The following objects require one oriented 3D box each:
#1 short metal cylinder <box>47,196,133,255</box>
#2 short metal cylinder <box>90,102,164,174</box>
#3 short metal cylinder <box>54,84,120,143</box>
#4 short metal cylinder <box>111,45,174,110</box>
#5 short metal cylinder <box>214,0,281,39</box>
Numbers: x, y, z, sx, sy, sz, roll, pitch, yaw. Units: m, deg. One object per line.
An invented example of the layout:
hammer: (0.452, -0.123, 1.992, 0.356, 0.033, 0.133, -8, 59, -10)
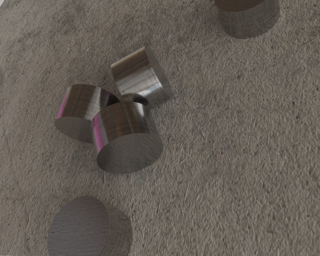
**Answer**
short metal cylinder: (-0.079, 0.124, 0.353, 0.080, 0.050, 0.080, -13, 56, 21)
short metal cylinder: (-0.041, 0.013, 0.382, 0.080, 0.080, 0.050, -29, 52, 10)
short metal cylinder: (-0.099, -0.017, 0.431, 0.080, 0.080, 0.050, -4, 60, 26)
short metal cylinder: (-0.023, -0.064, 0.420, 0.050, 0.080, 0.080, -26, 53, 12)
short metal cylinder: (0.122, -0.172, 0.429, 0.080, 0.050, 0.080, -13, 56, 21)
